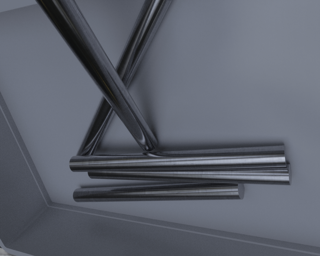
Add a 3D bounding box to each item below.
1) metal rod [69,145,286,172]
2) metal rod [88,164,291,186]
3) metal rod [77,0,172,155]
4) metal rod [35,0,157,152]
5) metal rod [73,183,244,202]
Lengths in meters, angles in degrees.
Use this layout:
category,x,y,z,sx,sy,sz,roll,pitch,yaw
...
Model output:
category,x,y,z,sx,sy,sz,roll,pitch,yaw
metal rod,0.006,0.044,0.414,0.301,0.025,0.025,-5,116,24
metal rod,0.021,0.063,0.434,0.300,0.025,0.025,-3,117,29
metal rod,-0.063,-0.042,0.414,0.025,0.025,0.298,37,129,3
metal rod,-0.055,-0.052,0.308,0.025,0.025,0.299,10,154,23
metal rod,-0.021,0.101,0.480,0.300,0.025,0.025,-9,114,31
